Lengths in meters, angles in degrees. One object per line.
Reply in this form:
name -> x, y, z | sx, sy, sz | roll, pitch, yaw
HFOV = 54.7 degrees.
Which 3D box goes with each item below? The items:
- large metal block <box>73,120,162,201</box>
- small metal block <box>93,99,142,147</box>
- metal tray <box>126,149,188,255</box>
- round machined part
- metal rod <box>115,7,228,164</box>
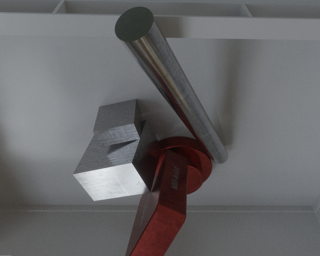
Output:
large metal block -> -0.051, 0.041, 0.397 | 0.080, 0.080, 0.050 | -13, 124, 22
small metal block -> -0.051, -0.007, 0.386 | 0.050, 0.050, 0.025 | -11, 129, 9
metal tray -> -0.001, 0.092, 0.362 | 0.030, 0.130, 0.089 | 25, 111, -4
round machined part -> 0.027, 0.062, 0.451 | 0.099, 0.042, 0.097 | -1, 130, 0
metal rod -> 0.035, -0.011, 0.316 | 0.025, 0.025, 0.300 | -18, 155, 14
